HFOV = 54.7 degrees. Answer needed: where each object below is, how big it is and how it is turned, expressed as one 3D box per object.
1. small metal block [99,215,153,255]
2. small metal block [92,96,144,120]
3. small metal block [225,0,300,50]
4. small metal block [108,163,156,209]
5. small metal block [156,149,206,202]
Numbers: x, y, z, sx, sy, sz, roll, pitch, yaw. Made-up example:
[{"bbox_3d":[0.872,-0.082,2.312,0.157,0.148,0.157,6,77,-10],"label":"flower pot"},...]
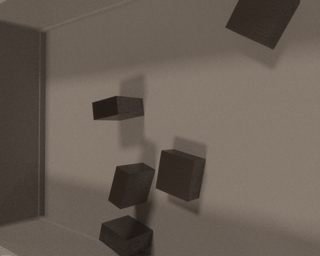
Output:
[{"bbox_3d":[-0.047,0.148,0.427,0.050,0.050,0.025,19,102,38],"label":"small metal block"},{"bbox_3d":[-0.059,-0.027,0.437,0.050,0.050,0.025,-10,84,39],"label":"small metal block"},{"bbox_3d":[0.105,-0.116,0.320,0.050,0.025,0.050,39,113,33],"label":"small metal block"},{"bbox_3d":[-0.038,0.077,0.420,0.025,0.050,0.050,24,105,37],"label":"small metal block"},{"bbox_3d":[0.025,0.057,0.385,0.050,0.025,0.050,15,99,38],"label":"small metal block"}]
